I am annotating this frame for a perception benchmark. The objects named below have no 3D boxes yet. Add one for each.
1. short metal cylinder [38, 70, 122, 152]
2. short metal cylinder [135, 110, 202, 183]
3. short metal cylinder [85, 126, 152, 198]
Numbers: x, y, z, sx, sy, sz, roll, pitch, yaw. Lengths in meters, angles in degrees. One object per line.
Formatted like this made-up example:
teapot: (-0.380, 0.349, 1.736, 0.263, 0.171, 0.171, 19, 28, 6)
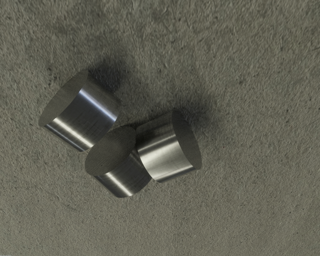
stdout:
short metal cylinder: (-0.091, -0.019, 0.354, 0.080, 0.080, 0.050, -33, 123, 24)
short metal cylinder: (0.012, 0.023, 0.391, 0.050, 0.080, 0.080, -24, 126, 19)
short metal cylinder: (-0.051, 0.044, 0.408, 0.080, 0.080, 0.050, -24, 126, 19)
